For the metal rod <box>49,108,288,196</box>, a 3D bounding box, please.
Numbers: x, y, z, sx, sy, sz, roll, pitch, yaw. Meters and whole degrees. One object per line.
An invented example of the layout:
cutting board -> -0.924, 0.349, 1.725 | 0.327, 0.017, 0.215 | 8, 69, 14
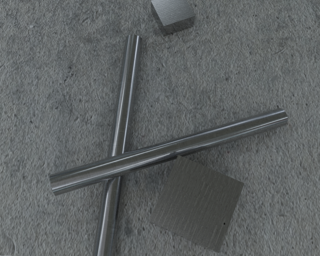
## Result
metal rod -> 0.022, 0.025, 0.381 | 0.302, 0.025, 0.025 | -16, 71, -13

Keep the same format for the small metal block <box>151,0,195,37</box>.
small metal block -> 0.019, -0.174, 0.472 | 0.050, 0.025, 0.050 | -21, 72, -8

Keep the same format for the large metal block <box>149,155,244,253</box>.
large metal block -> 0.041, 0.089, 0.363 | 0.080, 0.050, 0.080 | 23, 72, 8

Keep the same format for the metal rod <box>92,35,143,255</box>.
metal rod -> -0.051, 0.010, 0.403 | 0.025, 0.025, 0.299 | 5, 70, 1
